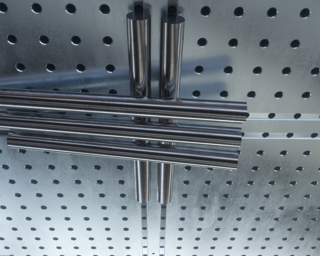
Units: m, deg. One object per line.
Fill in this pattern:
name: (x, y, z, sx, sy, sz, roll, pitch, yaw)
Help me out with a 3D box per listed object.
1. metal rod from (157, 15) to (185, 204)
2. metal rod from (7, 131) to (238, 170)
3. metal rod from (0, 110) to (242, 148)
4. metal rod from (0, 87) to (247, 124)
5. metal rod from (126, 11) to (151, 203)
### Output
metal rod: (0.010, 0.002, 0.414, 0.025, 0.025, 0.298, 1, 130, -1)
metal rod: (-0.052, 0.028, 0.407, 0.302, 0.025, 0.025, 5, 131, 6)
metal rod: (-0.054, 0.000, 0.384, 0.302, 0.025, 0.025, 4, 131, 6)
metal rod: (-0.055, -0.027, 0.361, 0.302, 0.025, 0.025, 4, 131, 6)
metal rod: (-0.025, -0.001, 0.411, 0.025, 0.025, 0.298, 1, 130, -1)
